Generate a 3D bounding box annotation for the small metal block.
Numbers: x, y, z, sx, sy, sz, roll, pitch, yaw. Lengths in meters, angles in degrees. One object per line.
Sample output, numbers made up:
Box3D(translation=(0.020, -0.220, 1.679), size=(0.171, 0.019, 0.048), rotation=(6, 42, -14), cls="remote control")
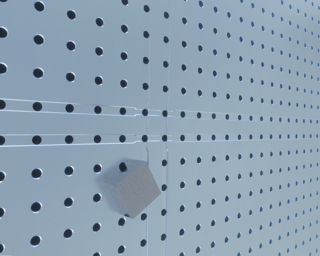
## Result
Box3D(translation=(-0.033, 0.075, 0.384), size=(0.050, 0.025, 0.050), rotation=(-37, 113, -34), cls="small metal block")
